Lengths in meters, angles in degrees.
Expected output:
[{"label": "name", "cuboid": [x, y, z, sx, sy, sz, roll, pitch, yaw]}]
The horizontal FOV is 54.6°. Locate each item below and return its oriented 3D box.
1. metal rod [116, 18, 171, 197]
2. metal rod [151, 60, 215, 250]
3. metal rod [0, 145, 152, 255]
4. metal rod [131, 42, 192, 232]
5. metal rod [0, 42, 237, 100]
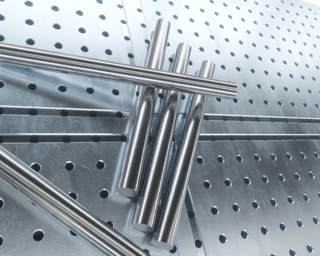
[{"label": "metal rod", "cuboid": [-0.015, -0.050, 0.429, 0.025, 0.025, 0.300, 21, 54, -16]}, {"label": "metal rod", "cuboid": [0.041, 0.012, 0.421, 0.025, 0.025, 0.300, 27, 52, -11]}, {"label": "metal rod", "cuboid": [-0.079, 0.092, 0.308, 0.300, 0.025, 0.025, 37, 51, -3]}, {"label": "metal rod", "cuboid": [0.010, -0.012, 0.420, 0.025, 0.025, 0.300, 24, 53, -14]}, {"label": "metal rod", "cuboid": [-0.042, -0.070, 0.401, 0.302, 0.025, 0.025, 7, 58, -15]}]
